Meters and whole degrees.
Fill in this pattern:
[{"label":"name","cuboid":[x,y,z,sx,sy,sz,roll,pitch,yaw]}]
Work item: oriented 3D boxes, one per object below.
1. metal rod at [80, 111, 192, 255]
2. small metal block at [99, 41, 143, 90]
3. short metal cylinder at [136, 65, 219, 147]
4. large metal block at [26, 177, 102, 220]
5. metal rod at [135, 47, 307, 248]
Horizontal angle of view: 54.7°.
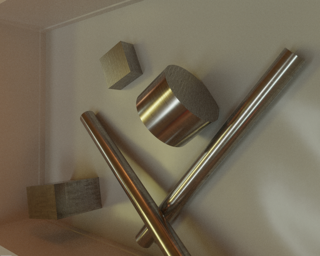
[{"label":"metal rod","cuboid":[-0.039,0.074,0.412,0.300,0.025,0.025,49,119,37]},{"label":"small metal block","cuboid":[-0.057,-0.090,0.452,0.050,0.025,0.050,-29,72,36]},{"label":"short metal cylinder","cuboid":[0.020,-0.025,0.353,0.050,0.081,0.080,-42,65,32]},{"label":"large metal block","cuboid":[-0.152,0.111,0.494,0.080,0.081,0.050,-12,82,39]},{"label":"metal rod","cuboid":[0.054,0.041,0.360,0.025,0.025,0.298,49,118,28]}]
